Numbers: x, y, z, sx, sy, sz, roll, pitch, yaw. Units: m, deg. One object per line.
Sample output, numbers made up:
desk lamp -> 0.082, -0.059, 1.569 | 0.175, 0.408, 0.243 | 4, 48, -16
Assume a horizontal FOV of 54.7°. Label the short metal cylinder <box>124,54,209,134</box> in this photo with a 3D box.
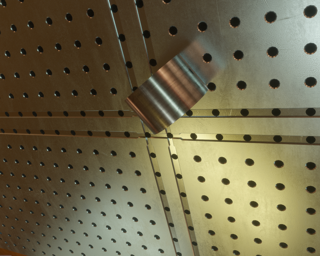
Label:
short metal cylinder -> 0.007, -0.038, 0.348 | 0.050, 0.080, 0.080 | 49, 128, -7
